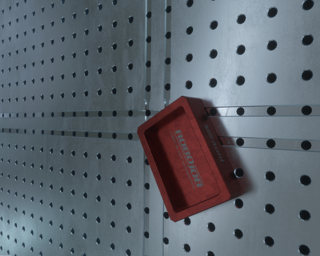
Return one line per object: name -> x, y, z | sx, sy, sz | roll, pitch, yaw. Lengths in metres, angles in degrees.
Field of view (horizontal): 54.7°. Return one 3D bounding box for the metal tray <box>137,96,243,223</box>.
metal tray -> 0.031, 0.038, 0.378 | 0.090, 0.030, 0.130 | -34, 69, 34
